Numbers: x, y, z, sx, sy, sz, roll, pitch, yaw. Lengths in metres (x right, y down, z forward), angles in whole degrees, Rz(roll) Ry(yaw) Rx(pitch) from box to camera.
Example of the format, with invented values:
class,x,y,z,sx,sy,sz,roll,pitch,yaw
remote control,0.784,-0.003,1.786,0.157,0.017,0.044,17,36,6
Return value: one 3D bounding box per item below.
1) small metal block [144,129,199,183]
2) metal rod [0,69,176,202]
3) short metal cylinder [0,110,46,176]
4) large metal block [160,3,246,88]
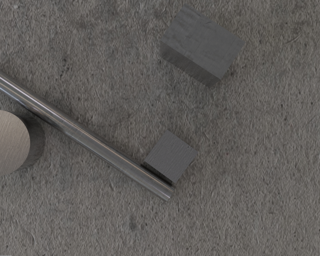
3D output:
class,x,y,z,sx,sy,sz,roll,pitch,yaw
small metal block,0.014,0.036,0.410,0.050,0.025,0.050,36,90,0
metal rod,-0.111,0.004,0.409,0.301,0.025,0.025,34,90,0
short metal cylinder,-0.196,0.018,0.396,0.081,0.050,0.080,0,90,0
large metal block,0.048,-0.096,0.383,0.080,0.080,0.050,33,90,0
